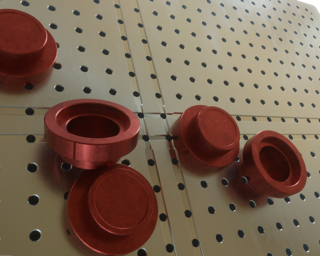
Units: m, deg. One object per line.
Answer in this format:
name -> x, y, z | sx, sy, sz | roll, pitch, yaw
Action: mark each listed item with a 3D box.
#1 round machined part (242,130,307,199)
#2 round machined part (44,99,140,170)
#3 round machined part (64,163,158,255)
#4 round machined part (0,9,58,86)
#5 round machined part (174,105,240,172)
round machined part -> 0.161, 0.056, 0.452 | 0.099, 0.042, 0.098 | 14, 56, -21
round machined part -> -0.073, 0.008, 0.336 | 0.099, 0.042, 0.098 | 9, 29, -5
round machined part -> -0.046, 0.081, 0.324 | 0.099, 0.042, 0.098 | 14, 56, -21
round machined part -> -0.172, -0.101, 0.367 | 0.099, 0.042, 0.098 | 14, 56, -21
round machined part -> 0.072, 0.008, 0.433 | 0.099, 0.042, 0.098 | 14, 56, -21
